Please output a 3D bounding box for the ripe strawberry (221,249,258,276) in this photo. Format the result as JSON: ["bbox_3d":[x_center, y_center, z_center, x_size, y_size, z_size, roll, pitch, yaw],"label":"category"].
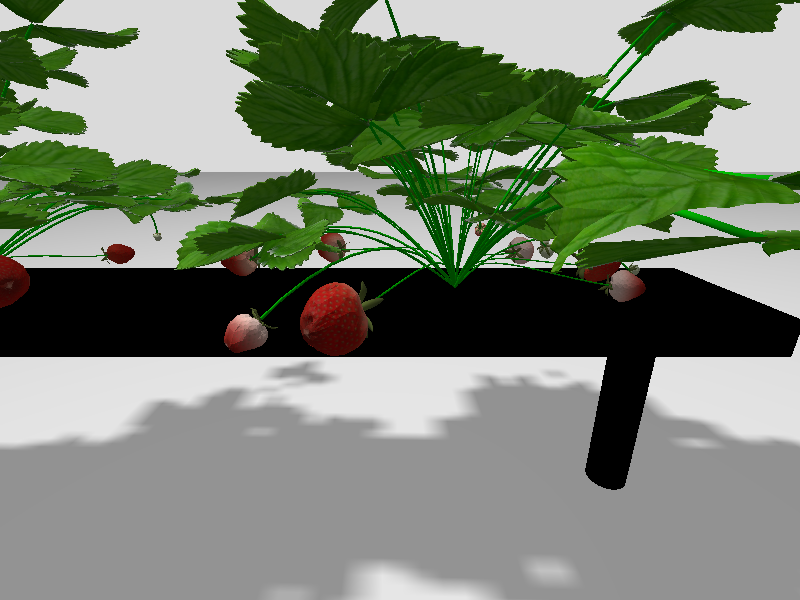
[{"bbox_3d":[-0.162,-0.041,0.401,0.035,0.034,0.032,1,19,11],"label":"ripe strawberry"}]

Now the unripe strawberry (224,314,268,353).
[{"bbox_3d":[-0.094,0.021,0.240,0.026,0.023,0.023,20,54,44],"label":"unripe strawberry"}]

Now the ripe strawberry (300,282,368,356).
[{"bbox_3d":[-0.040,0.012,0.234,0.038,0.043,0.041,13,24,32],"label":"ripe strawberry"}]

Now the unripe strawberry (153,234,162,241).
[{"bbox_3d":[-0.335,-0.086,0.553,0.011,0.010,0.010,6,20,17],"label":"unripe strawberry"}]

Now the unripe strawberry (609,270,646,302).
[{"bbox_3d":[0.187,-0.011,0.329,0.027,0.026,0.025,6,20,14],"label":"unripe strawberry"}]

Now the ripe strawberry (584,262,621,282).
[{"bbox_3d":[0.189,-0.035,0.376,0.036,0.037,0.033,-2,20,-6],"label":"ripe strawberry"}]

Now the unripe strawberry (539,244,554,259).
[{"bbox_3d":[0.173,-0.057,0.472,0.017,0.018,0.018,20,-22,44],"label":"unripe strawberry"}]

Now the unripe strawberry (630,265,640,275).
[{"bbox_3d":[0.233,-0.029,0.399,0.011,0.011,0.010,0,19,-11],"label":"unripe strawberry"}]

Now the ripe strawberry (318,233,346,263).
[{"bbox_3d":[-0.080,-0.060,0.456,0.035,0.035,0.033,14,24,35],"label":"ripe strawberry"}]

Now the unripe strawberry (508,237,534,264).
[{"bbox_3d":[0.137,-0.056,0.449,0.029,0.031,0.032,18,25,40],"label":"unripe strawberry"}]

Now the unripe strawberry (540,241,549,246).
[{"bbox_3d":[0.181,-0.070,0.502,0.010,0.011,0.011,17,25,39],"label":"unripe strawberry"}]

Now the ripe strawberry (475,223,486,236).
[{"bbox_3d":[0.121,-0.105,0.599,0.017,0.020,0.019,5,-3,15],"label":"ripe strawberry"}]

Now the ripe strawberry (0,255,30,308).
[{"bbox_3d":[-0.317,-0.014,0.317,0.043,0.043,0.040,11,23,28],"label":"ripe strawberry"}]

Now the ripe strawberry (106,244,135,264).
[{"bbox_3d":[-0.309,-0.052,0.443,0.026,0.022,0.026,-17,25,-40],"label":"ripe strawberry"}]
